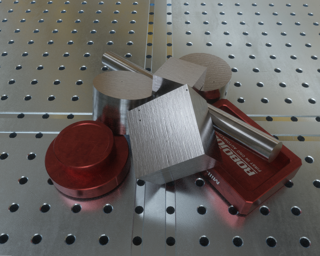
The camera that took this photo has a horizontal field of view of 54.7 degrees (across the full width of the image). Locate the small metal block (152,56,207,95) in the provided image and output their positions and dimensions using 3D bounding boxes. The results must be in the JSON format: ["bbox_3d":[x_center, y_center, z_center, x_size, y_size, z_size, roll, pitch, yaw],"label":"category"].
[{"bbox_3d":[0.025,-0.060,0.385,0.050,0.025,0.050,21,45,17],"label":"small metal block"}]

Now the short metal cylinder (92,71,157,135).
[{"bbox_3d":[-0.046,-0.035,0.401,0.081,0.050,0.080,7,33,-4],"label":"short metal cylinder"}]

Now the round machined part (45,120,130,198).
[{"bbox_3d":[-0.086,0.029,0.366,0.099,0.042,0.098,0,50,0],"label":"round machined part"}]

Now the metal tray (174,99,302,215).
[{"bbox_3d":[0.089,0.028,0.376,0.091,0.030,0.130,-29,56,-23],"label":"metal tray"}]

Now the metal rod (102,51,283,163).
[{"bbox_3d":[0.018,-0.043,0.407,0.025,0.025,0.300,-35,49,-26],"label":"metal rod"}]

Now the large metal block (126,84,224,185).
[{"bbox_3d":[0.015,0.010,0.344,0.080,0.050,0.080,-23,62,24],"label":"large metal block"}]

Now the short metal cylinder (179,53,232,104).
[{"bbox_3d":[0.057,-0.062,0.440,0.081,0.050,0.080,0,50,0],"label":"short metal cylinder"}]
